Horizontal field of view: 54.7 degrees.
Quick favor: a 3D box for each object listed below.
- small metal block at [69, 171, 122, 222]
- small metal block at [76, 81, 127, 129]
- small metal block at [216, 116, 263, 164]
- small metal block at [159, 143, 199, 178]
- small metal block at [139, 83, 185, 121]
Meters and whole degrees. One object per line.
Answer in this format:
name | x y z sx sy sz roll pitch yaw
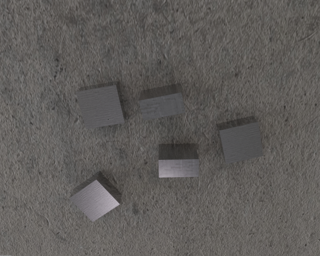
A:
small metal block | -0.092 0.098 0.445 0.050 0.025 0.050 -35 107 12
small metal block | -0.074 -0.030 0.398 0.050 0.025 0.050 -10 110 3
small metal block | 0.107 0.016 0.417 0.050 0.025 0.050 -13 110 4
small metal block | 0.024 0.042 0.412 0.050 0.050 0.025 -1 110 0
small metal block | 0.003 -0.033 0.384 0.050 0.050 0.025 -11 110 4
